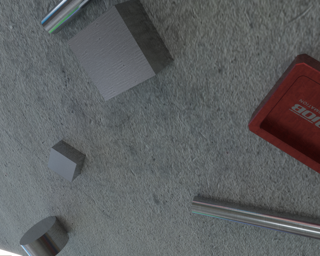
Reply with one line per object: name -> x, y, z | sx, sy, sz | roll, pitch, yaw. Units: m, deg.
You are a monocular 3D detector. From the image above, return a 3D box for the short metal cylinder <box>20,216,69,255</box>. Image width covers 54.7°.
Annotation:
short metal cylinder -> -0.235, 0.227, 0.632 | 0.080, 0.080, 0.050 | -17, 109, 34

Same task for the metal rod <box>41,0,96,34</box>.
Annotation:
metal rod -> -0.028, -0.178, 0.309 | 0.299, 0.025, 0.025 | -22, 107, 36

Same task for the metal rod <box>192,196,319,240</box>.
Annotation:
metal rod -> 0.186, 0.124, 0.384 | 0.301, 0.025, 0.025 | 6, 121, 25

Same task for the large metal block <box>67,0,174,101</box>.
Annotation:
large metal block -> -0.045, -0.089, 0.358 | 0.080, 0.050, 0.080 | -21, 107, 35

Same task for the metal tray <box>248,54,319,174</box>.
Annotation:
metal tray -> 0.170, -0.003, 0.312 | 0.130, 0.030, 0.089 | 33, 129, 6

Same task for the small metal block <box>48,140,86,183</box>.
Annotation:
small metal block -> -0.158, 0.056, 0.522 | 0.050, 0.025, 0.050 | 32, 128, 7
